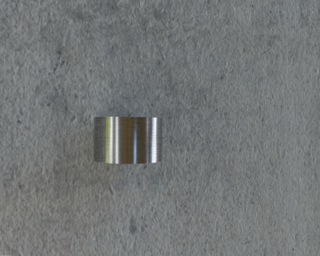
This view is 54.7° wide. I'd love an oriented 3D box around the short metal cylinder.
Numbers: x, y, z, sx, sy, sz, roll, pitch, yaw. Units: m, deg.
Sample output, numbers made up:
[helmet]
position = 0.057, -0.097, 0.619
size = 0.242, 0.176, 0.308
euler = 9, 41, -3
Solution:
[short metal cylinder]
position = -0.037, 0.013, 0.367
size = 0.081, 0.080, 0.050
euler = 1, 90, -20
